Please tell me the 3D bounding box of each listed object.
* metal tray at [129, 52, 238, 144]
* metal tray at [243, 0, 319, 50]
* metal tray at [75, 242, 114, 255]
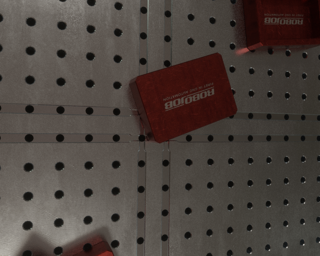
[{"bbox_3d":[0.035,-0.042,0.424,0.131,0.030,0.090,-20,97,-19],"label":"metal tray"},{"bbox_3d":[0.196,-0.171,0.484,0.131,0.030,0.089,-7,93,-20],"label":"metal tray"},{"bbox_3d":[-0.083,0.221,0.380,0.091,0.030,0.129,-21,97,-19],"label":"metal tray"}]
